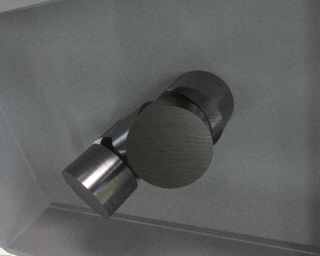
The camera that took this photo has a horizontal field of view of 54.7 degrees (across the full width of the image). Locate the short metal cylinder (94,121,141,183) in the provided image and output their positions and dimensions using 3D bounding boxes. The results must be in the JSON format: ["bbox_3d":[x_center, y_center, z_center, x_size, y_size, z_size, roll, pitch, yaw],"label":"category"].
[{"bbox_3d":[-0.049,0.035,0.436,0.080,0.050,0.079,13,124,20],"label":"short metal cylinder"}]

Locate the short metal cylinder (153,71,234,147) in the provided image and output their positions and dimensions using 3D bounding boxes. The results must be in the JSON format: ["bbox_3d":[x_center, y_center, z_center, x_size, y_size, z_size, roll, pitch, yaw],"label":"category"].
[{"bbox_3d":[0.039,-0.020,0.357,0.080,0.050,0.079,13,124,20],"label":"short metal cylinder"}]

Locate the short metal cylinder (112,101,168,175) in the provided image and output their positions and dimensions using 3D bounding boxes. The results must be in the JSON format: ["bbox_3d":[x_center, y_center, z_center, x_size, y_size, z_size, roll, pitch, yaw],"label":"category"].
[{"bbox_3d":[-0.011,0.014,0.384,0.050,0.080,0.080,-33,100,38],"label":"short metal cylinder"}]

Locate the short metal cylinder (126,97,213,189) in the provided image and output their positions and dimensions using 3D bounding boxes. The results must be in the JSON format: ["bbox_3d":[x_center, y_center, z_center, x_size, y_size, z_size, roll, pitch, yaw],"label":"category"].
[{"bbox_3d":[0.011,0.013,0.307,0.080,0.050,0.079,1,105,5],"label":"short metal cylinder"}]

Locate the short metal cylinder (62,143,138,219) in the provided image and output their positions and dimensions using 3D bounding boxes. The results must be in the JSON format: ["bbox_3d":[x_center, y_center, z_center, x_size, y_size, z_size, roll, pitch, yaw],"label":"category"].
[{"bbox_3d":[-0.075,0.066,0.385,0.080,0.050,0.080,32,150,22],"label":"short metal cylinder"}]
